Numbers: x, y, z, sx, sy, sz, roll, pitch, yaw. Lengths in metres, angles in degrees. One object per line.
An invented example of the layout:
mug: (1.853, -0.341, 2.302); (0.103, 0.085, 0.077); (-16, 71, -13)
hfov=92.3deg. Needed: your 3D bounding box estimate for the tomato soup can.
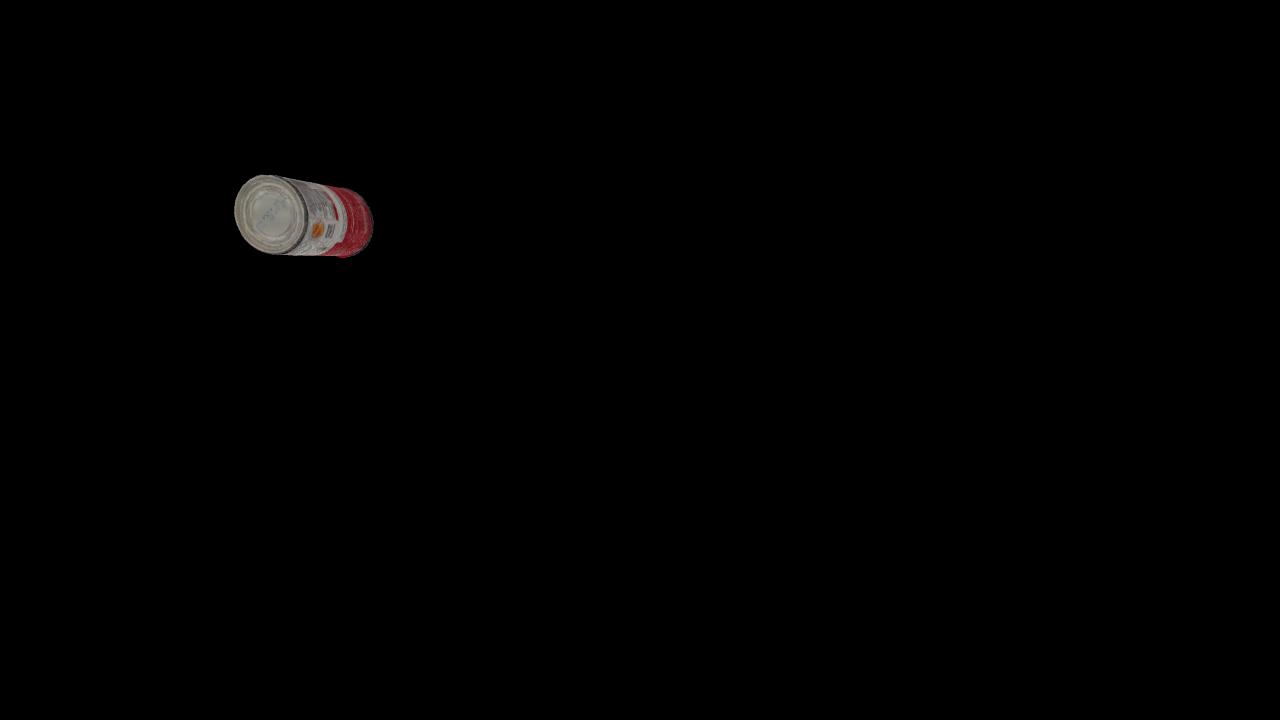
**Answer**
tomato soup can: (-0.300, -0.127, 0.557); (0.068, 0.068, 0.101); (0, 9, 7)
